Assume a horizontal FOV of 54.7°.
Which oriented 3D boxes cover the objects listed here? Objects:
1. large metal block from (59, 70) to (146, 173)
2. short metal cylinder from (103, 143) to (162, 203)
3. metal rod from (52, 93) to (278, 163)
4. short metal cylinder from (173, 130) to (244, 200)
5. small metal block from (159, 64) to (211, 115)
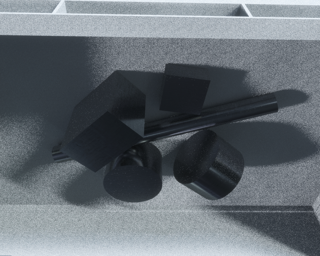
[{"bbox_3d":[-0.064,-0.008,0.364,0.080,0.080,0.050,-36,122,26],"label":"large metal block"},{"bbox_3d":[-0.037,0.062,0.442,0.081,0.050,0.079,0,130,0],"label":"short metal cylinder"},{"bbox_3d":[-0.001,0.003,0.410,0.301,0.025,0.025,-13,129,10],"label":"metal rod"},{"bbox_3d":[0.064,0.049,0.414,0.050,0.080,0.080,35,122,-26],"label":"short metal cylinder"},{"bbox_3d":[0.028,-0.045,0.369,0.050,0.025,0.050,7,130,-6],"label":"small metal block"}]
